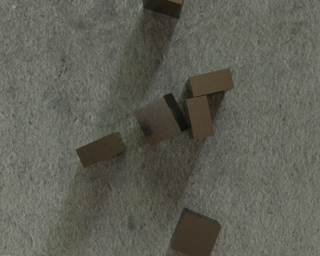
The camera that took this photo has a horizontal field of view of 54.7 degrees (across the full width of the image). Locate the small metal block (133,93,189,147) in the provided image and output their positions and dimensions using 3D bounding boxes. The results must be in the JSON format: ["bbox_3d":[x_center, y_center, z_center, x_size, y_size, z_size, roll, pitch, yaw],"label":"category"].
[{"bbox_3d":[0.002,-0.010,0.399,0.050,0.025,0.050,-27,90,31],"label":"small metal block"}]

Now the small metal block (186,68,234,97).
[{"bbox_3d":[0.062,-0.055,0.398,0.050,0.050,0.025,-13,90,0],"label":"small metal block"}]

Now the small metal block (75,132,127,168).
[{"bbox_3d":[-0.073,0.027,0.397,0.050,0.050,0.025,-24,90,0],"label":"small metal block"}]

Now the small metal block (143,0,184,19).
[{"bbox_3d":[0.005,-0.168,0.397,0.050,0.050,0.025,17,90,-1],"label":"small metal block"}]

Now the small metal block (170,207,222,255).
[{"bbox_3d":[0.047,0.141,0.411,0.050,0.025,0.050,22,90,-1],"label":"small metal block"}]

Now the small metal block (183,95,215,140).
[{"bbox_3d":[0.048,-0.013,0.398,0.025,0.050,0.050,-11,90,-1],"label":"small metal block"}]
